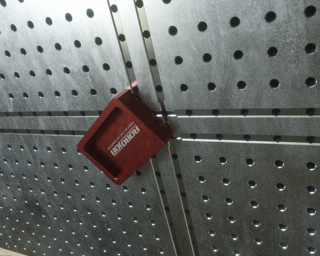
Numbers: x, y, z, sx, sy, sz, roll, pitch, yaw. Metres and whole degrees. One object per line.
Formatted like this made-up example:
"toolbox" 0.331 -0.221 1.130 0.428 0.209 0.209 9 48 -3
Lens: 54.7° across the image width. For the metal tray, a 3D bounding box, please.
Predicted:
"metal tray" -0.055 0.018 0.446 0.090 0.030 0.129 44 129 -3
